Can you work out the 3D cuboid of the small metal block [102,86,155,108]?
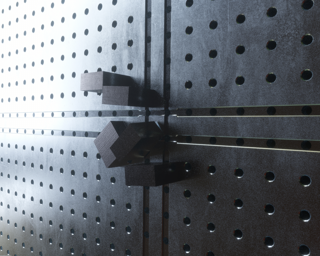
[{"bbox_3d":[-0.043,-0.043,0.427,0.050,0.050,0.025,7,95,39],"label":"small metal block"}]

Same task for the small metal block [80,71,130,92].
[{"bbox_3d":[-0.081,-0.066,0.457,0.050,0.050,0.025,3,91,40],"label":"small metal block"}]

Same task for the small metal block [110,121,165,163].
[{"bbox_3d":[-0.030,0.018,0.415,0.050,0.050,0.025,-48,67,29],"label":"small metal block"}]

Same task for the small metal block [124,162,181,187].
[{"bbox_3d":[-0.009,0.059,0.399,0.050,0.050,0.025,-6,86,39],"label":"small metal block"}]

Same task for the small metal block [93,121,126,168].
[{"bbox_3d":[-0.067,0.024,0.462,0.050,0.025,0.050,-46,63,30],"label":"small metal block"}]
